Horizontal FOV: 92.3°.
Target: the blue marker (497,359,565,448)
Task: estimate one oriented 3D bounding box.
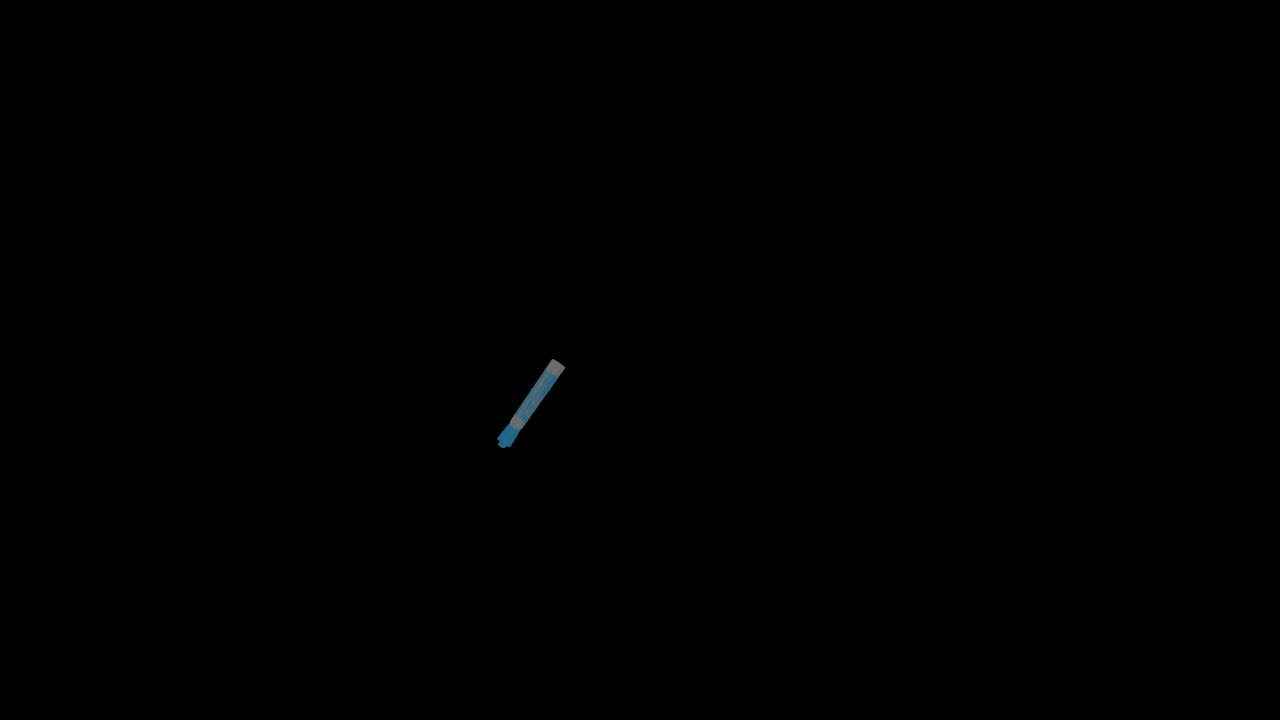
[{"bbox_3d":[-0.131,0.053,0.731,0.020,0.121,0.020,35,-1,1],"label":"blue marker"}]
